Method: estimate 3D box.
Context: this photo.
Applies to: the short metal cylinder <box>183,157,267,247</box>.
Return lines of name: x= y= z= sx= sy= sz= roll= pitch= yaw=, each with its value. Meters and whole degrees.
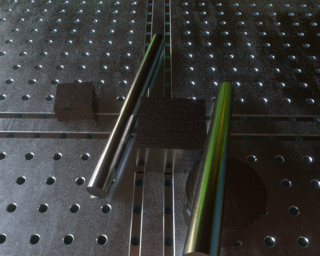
short metal cylinder: x=0.066 y=0.077 z=0.327 sx=0.081 sy=0.050 sz=0.080 roll=1 pitch=50 yaw=0

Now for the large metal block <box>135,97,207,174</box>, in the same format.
large metal block: x=0.014 y=0.008 z=0.385 sx=0.081 sy=0.050 sz=0.080 roll=2 pitch=50 yaw=1

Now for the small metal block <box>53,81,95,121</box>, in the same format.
small metal block: x=-0.119 y=-0.038 z=0.438 sx=0.050 sy=0.025 sz=0.050 roll=-4 pitch=50 yaw=-4

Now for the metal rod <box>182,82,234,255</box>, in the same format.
metal rod: x=0.062 y=0.017 z=0.332 sx=0.025 sy=0.025 sz=0.301 roll=11 pitch=32 yaw=9

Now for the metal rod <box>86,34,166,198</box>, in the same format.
metal rod: x=-0.036 y=-0.040 z=0.440 sx=0.025 sy=0.025 sz=0.300 roll=11 pitch=51 yaw=8
